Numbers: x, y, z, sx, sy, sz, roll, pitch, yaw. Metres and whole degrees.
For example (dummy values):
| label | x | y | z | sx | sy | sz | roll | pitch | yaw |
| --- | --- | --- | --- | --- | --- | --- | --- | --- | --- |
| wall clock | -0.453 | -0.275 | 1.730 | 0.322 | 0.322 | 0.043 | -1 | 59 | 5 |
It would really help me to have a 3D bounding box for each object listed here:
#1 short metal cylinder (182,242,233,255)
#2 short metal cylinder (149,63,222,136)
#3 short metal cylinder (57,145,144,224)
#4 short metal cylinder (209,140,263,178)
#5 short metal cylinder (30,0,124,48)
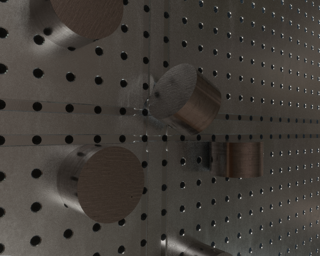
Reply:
| label | x | y | z | sx | sy | sz | roll | pitch | yaw |
| --- | --- | --- | --- | --- | --- | --- | --- | --- | --- |
| short metal cylinder | 0.069 | 0.216 | 0.454 | 0.081 | 0.050 | 0.079 | 0 | 91 | -40 |
| short metal cylinder | 0.032 | -0.036 | 0.402 | 0.050 | 0.080 | 0.080 | 32 | 70 | -36 |
| short metal cylinder | -0.064 | 0.059 | 0.341 | 0.081 | 0.050 | 0.079 | 0 | 90 | -40 |
| short metal cylinder | 0.116 | 0.045 | 0.474 | 0.081 | 0.080 | 0.050 | -1 | 91 | -40 |
| short metal cylinder | -0.086 | -0.128 | 0.322 | 0.081 | 0.050 | 0.079 | 0 | 90 | -40 |
